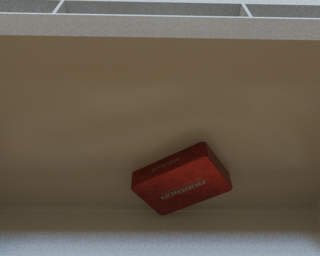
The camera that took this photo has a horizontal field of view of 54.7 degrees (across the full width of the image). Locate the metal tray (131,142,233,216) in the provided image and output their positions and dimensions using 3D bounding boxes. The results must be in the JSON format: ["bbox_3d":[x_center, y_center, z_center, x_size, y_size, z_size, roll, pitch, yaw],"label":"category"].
[{"bbox_3d":[0.033,0.082,0.476,0.130,0.030,0.090,-26,126,20],"label":"metal tray"}]
